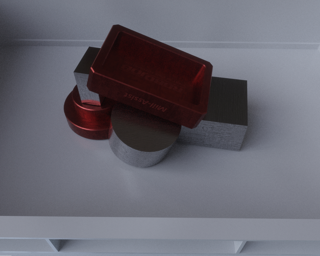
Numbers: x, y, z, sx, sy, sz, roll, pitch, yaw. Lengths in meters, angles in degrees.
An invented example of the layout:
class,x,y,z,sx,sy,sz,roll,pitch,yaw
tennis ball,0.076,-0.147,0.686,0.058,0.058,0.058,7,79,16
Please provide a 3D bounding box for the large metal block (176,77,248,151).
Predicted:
class,x,y,z,sx,sy,sz,roll,pitch,yaw
large metal block,0.068,-0.022,0.404,0.080,0.050,0.080,8,50,6

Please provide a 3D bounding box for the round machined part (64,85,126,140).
class,x,y,z,sx,sy,sz,roll,pitch,yaw
round machined part,-0.081,-0.035,0.420,0.099,0.042,0.098,0,50,0

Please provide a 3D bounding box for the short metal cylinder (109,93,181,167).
class,x,y,z,sx,sy,sz,roll,pitch,yaw
short metal cylinder,-0.020,0.001,0.371,0.081,0.050,0.080,6,63,-11

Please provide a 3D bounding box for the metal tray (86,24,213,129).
class,x,y,z,sx,sy,sz,roll,pitch,yaw
metal tray,-0.007,-0.061,0.359,0.131,0.030,0.090,20,50,-8

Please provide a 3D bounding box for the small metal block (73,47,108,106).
class,x,y,z,sx,sy,sz,roll,pitch,yaw
small metal block,-0.081,-0.064,0.385,0.025,0.050,0.050,10,51,8
